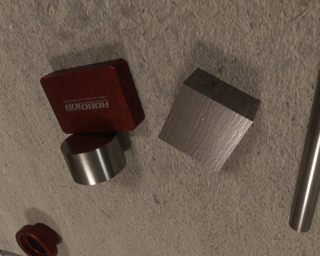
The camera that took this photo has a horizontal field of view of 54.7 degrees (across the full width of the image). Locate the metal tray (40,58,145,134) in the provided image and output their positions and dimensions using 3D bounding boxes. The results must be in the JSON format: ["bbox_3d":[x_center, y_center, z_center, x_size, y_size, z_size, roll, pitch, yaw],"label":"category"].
[{"bbox_3d":[-0.094,-0.040,0.427,0.130,0.030,0.089,-3,117,29],"label":"metal tray"}]

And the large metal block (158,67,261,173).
[{"bbox_3d":[0.055,-0.009,0.355,0.080,0.050,0.079,30,128,8],"label":"large metal block"}]

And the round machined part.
[{"bbox_3d":[-0.266,0.251,0.688,0.098,0.042,0.097,13,124,20],"label":"round machined part"}]

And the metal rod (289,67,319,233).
[{"bbox_3d":[0.166,-0.007,0.314,0.025,0.025,0.298,10,123,23],"label":"metal rod"}]

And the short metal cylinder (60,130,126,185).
[{"bbox_3d":[-0.093,0.036,0.441,0.080,0.080,0.050,1,119,27],"label":"short metal cylinder"}]
